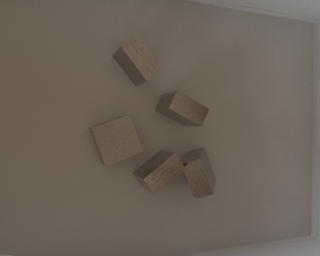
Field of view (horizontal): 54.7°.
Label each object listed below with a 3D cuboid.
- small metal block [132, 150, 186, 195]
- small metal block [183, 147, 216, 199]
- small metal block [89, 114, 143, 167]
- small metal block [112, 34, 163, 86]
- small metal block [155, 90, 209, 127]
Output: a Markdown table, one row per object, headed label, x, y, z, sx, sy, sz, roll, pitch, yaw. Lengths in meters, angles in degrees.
| label | x | y | z | sx | sy | sz | roll | pitch | yaw |
| --- | --- | --- | --- | --- | --- | --- | --- | --- | --- |
| small metal block | -0.002 | 0.055 | 0.398 | 0.050 | 0.050 | 0.025 | -39 | 103 | -16 |
| small metal block | 0.053 | 0.059 | 0.416 | 0.025 | 0.050 | 0.050 | -19 | 98 | 18 |
| small metal block | -0.056 | 0.015 | 0.391 | 0.050 | 0.025 | 0.050 | -22 | 98 | -19 |
| small metal block | -0.029 | -0.082 | 0.387 | 0.025 | 0.050 | 0.050 | -41 | 104 | -15 |
| small metal block | 0.028 | -0.024 | 0.409 | 0.050 | 0.050 | 0.025 | 28 | 81 | -18 |
